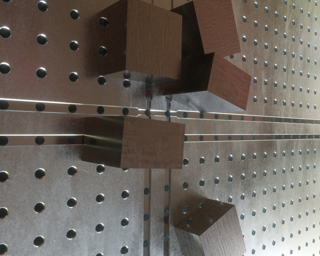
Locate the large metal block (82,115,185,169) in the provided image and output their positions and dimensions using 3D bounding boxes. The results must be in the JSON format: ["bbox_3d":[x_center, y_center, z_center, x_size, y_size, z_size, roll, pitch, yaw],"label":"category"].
[{"bbox_3d":[-0.030,0.016,0.347,0.081,0.080,0.050,7,86,-40],"label":"large metal block"}]

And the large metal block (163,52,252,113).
[{"bbox_3d":[0.065,-0.058,0.427,0.080,0.080,0.050,20,78,-38],"label":"large metal block"}]

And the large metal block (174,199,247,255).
[{"bbox_3d":[0.075,0.163,0.455,0.081,0.050,0.080,-27,107,-37],"label":"large metal block"}]

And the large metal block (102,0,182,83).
[{"bbox_3d":[-0.021,-0.100,0.374,0.081,0.050,0.080,2,89,-40],"label":"large metal block"}]

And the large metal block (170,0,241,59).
[{"bbox_3d":[0.065,-0.138,0.446,0.081,0.050,0.080,-24,105,-37],"label":"large metal block"}]
